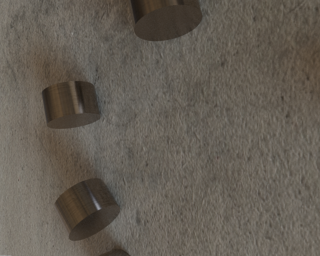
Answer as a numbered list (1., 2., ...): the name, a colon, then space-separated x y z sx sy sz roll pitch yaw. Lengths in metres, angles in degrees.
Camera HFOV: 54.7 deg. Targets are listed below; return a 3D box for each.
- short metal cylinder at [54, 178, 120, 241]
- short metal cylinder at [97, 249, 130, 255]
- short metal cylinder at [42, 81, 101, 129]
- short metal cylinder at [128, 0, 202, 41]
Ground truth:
1. short metal cylinder: -0.106 0.119 0.454 0.050 0.081 0.080 51 120 27
2. short metal cylinder: -0.074 0.223 0.447 0.080 0.050 0.079 0 90 39
3. short metal cylinder: -0.137 -0.034 0.479 0.080 0.081 0.050 -22 77 37
4. short metal cylinder: 0.005 -0.144 0.364 0.080 0.081 0.050 -19 78 38
